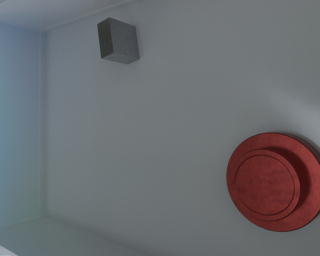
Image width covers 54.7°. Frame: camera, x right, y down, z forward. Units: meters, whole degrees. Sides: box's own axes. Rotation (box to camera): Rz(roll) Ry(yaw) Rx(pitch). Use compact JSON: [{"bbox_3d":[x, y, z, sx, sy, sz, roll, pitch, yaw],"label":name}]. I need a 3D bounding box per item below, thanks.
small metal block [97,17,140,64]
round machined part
[{"bbox_3d":[-0.058,-0.121,0.436,0.025,0.050,0.050,-13,82,39],"label":"small metal block"},{"bbox_3d":[0.109,0.053,0.305,0.098,0.042,0.097,0,90,39],"label":"round machined part"}]
